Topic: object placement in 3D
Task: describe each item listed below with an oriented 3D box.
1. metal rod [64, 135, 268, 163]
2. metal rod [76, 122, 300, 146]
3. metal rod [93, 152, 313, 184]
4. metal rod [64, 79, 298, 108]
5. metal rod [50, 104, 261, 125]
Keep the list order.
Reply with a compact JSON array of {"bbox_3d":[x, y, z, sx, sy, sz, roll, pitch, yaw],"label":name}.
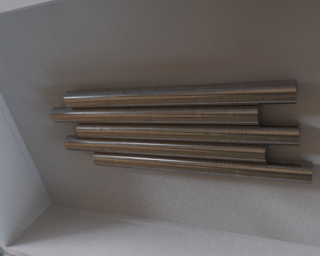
[{"bbox_3d":[-0.010,0.026,0.427,0.301,0.025,0.025,1,119,27],"label":"metal rod"},{"bbox_3d":[0.016,0.004,0.400,0.301,0.025,0.025,1,119,27],"label":"metal rod"},{"bbox_3d":[0.037,0.048,0.416,0.301,0.025,0.025,1,119,27],"label":"metal rod"},{"bbox_3d":[0.004,-0.039,0.380,0.301,0.025,0.025,1,119,27],"label":"metal rod"},{"bbox_3d":[-0.025,-0.018,0.407,0.301,0.025,0.025,1,119,27],"label":"metal rod"}]
